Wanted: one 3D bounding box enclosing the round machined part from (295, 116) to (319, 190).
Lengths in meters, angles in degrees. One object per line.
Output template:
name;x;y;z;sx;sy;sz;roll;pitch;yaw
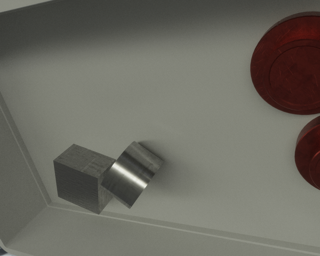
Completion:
round machined part;0.192;0.034;0.318;0.098;0.042;0.097;13;124;20

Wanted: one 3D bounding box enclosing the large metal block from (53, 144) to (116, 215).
large metal block;-0.121;0.082;0.505;0.080;0.050;0.079;18;126;17

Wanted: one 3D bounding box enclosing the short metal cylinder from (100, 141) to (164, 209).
short metal cylinder;-0.038;0.065;0.432;0.050;0.080;0.079;35;129;4

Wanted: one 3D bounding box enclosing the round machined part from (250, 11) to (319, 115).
round machined part;0.135;-0.055;0.292;0.098;0.042;0.097;13;124;20
